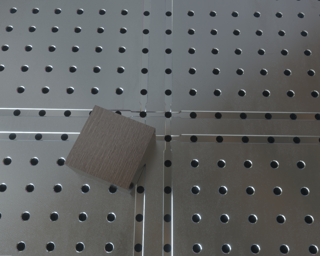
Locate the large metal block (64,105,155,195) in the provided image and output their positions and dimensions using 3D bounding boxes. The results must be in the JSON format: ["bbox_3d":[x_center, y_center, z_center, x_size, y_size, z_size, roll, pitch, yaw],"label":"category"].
[{"bbox_3d":[-0.058,0.029,0.387,0.080,0.050,0.080,21,71,7],"label":"large metal block"}]
